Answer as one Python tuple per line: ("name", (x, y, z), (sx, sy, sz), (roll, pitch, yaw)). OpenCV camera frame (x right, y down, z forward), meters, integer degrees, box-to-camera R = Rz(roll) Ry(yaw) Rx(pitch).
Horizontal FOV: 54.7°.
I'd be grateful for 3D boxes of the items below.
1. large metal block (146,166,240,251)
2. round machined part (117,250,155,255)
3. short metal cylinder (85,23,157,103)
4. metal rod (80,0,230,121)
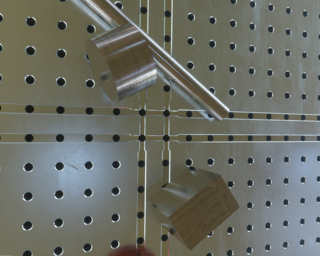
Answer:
("large metal block", (0.039, 0.098, 0.399), (0.080, 0.080, 0.050), (-35, 102, -17))
("round machined part", (-0.030, 0.212, 0.394), (0.099, 0.042, 0.097), (0, 90, -21))
("short metal cylinder", (-0.046, -0.076, 0.367), (0.050, 0.080, 0.080), (-28, 100, -18))
("metal rod", (-0.021, -0.110, 0.405), (0.301, 0.025, 0.025), (39, 78, -16))
